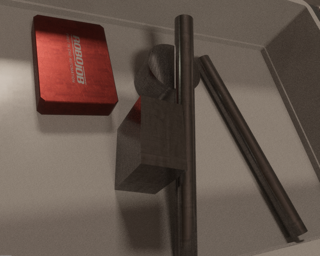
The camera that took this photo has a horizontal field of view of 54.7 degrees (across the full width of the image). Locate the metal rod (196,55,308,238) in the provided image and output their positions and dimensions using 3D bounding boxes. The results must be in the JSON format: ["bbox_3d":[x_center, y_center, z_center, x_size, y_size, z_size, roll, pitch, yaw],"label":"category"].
[{"bbox_3d":[0.129,0.016,0.468,0.025,0.025,0.299,-12,68,-34],"label":"metal rod"}]

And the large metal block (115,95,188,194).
[{"bbox_3d":[-0.013,0.022,0.351,0.050,0.080,0.080,12,57,-22],"label":"large metal block"}]

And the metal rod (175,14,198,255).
[{"bbox_3d":[0.030,-0.002,0.377,0.025,0.025,0.299,8,73,-25],"label":"metal rod"}]

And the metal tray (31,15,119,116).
[{"bbox_3d":[-0.110,-0.079,0.392,0.091,0.030,0.130,0,62,-29],"label":"metal tray"}]

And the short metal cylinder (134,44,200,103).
[{"bbox_3d":[0.010,-0.072,0.440,0.081,0.050,0.080,14,56,-21],"label":"short metal cylinder"}]
